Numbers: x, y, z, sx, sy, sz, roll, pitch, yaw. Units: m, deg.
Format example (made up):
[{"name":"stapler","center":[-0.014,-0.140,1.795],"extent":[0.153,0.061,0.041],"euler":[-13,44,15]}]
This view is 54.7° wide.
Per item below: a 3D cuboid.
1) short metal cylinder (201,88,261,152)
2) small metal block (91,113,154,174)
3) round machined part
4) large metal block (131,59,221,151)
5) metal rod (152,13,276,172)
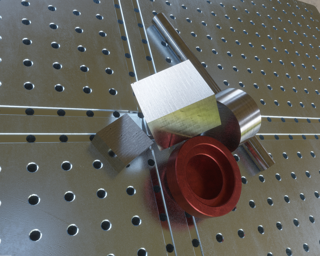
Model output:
[{"name":"short metal cylinder","center":[0.091,-0.010,0.430],"extent":[0.050,0.080,0.080],"euler":[-28,78,-38]},{"name":"small metal block","center":[-0.045,0.018,0.374],"extent":[0.050,0.025,0.050],"euler":[47,51,5]},{"name":"round machined part","center":[0.049,0.062,0.382],"extent":[0.099,0.042,0.098],"euler":[13,63,-27]},{"name":"large metal block","center":[0.018,-0.030,0.382],"extent":[0.080,0.050,0.080],"euler":[-23,44,-1]},{"name":"metal rod","center":[0.079,-0.063,0.491],"extent":[0.025,0.025,0.299],"euler":[-26,76,-37]}]
